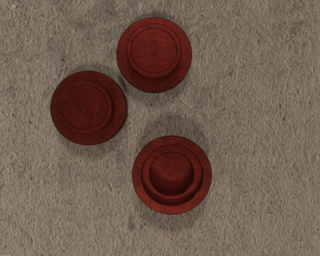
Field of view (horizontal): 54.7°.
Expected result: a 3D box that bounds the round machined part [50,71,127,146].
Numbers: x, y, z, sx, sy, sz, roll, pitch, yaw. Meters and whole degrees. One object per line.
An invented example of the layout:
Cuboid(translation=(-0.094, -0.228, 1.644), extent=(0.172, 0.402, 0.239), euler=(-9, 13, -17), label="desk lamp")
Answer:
Cuboid(translation=(-0.093, -0.026, 0.400), extent=(0.099, 0.042, 0.097), euler=(0, 90, -1), label="round machined part")

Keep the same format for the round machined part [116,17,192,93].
Cuboid(translation=(-0.007, -0.096, 0.401), extent=(0.099, 0.042, 0.097), euler=(0, 90, -1), label="round machined part")

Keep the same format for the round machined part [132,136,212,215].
Cuboid(translation=(0.015, 0.058, 0.402), extent=(0.099, 0.042, 0.097), euler=(0, 90, -1), label="round machined part")
